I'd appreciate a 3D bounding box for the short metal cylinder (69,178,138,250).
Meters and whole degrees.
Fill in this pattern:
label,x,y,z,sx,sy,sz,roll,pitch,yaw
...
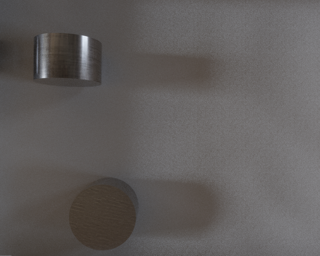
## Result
label,x,y,z,sx,sy,sz,roll,pitch,yaw
short metal cylinder,-0.069,0.108,0.398,0.081,0.050,0.079,0,90,-1

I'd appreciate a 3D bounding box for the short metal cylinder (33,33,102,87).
label,x,y,z,sx,sy,sz,roll,pitch,yaw
short metal cylinder,-0.113,-0.081,0.382,0.081,0.080,0.050,1,90,-1
